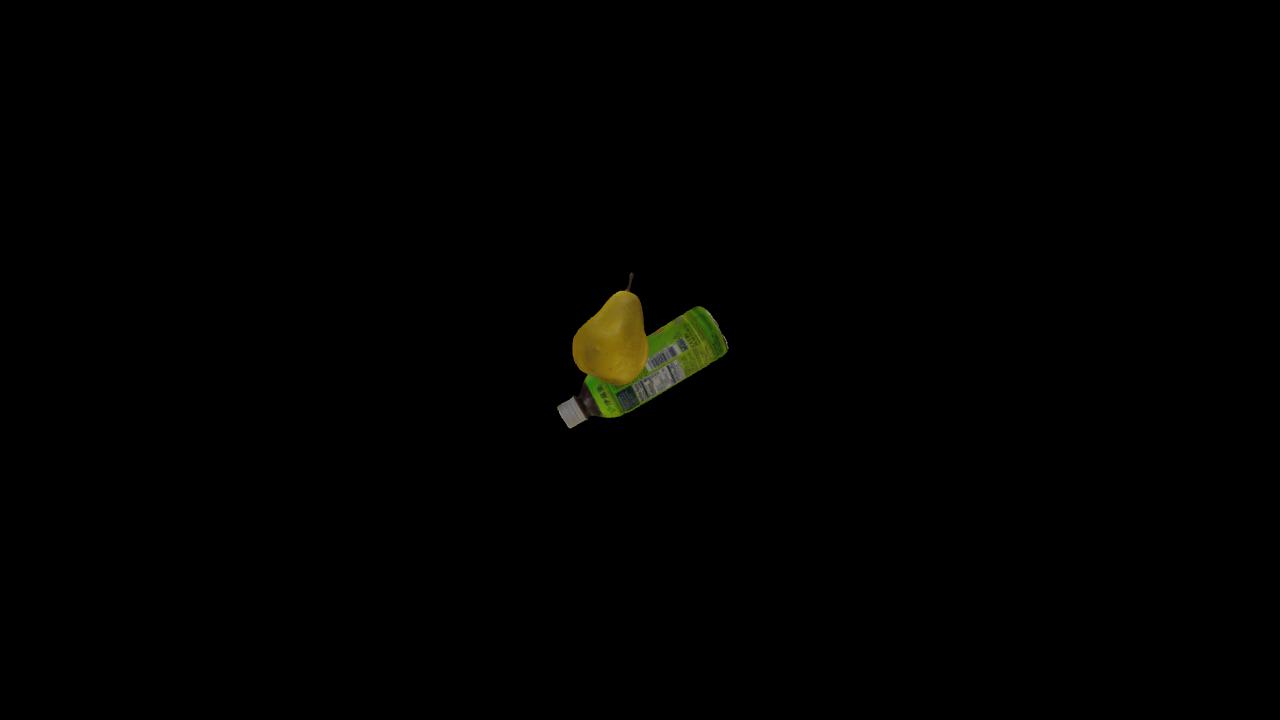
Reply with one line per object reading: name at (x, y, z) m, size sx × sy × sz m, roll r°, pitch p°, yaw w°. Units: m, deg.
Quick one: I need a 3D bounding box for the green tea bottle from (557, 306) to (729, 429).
green tea bottle at (0.000, 0.015, 0.733) m, size 0.212 × 0.073 × 0.073 m, roll -30°, pitch 3°, yaw -6°

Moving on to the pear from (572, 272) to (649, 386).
pear at (-0.022, -0.032, 0.631) m, size 0.080 × 0.111 × 0.080 m, roll 22°, pitch -7°, yaw 3°
